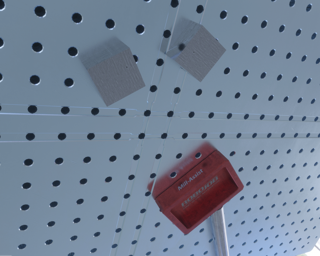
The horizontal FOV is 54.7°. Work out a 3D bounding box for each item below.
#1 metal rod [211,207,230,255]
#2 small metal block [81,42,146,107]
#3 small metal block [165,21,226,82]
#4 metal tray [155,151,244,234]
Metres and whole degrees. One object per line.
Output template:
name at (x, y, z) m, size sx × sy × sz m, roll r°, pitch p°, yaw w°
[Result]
metal rod at (0.129, 0.253, 0.637) m, size 0.025 × 0.025 × 0.298 m, roll -25°, pitch 128°, yaw -13°
small metal block at (-0.051, -0.060, 0.346) m, size 0.050 × 0.025 × 0.050 m, roll -30°, pitch 129°, yaw -9°
small metal block at (0.044, -0.093, 0.378) m, size 0.050 × 0.025 × 0.050 m, roll 31°, pitch 101°, yaw -38°
metal tray at (0.068, 0.108, 0.511) m, size 0.130 × 0.030 × 0.090 m, roll -38°, pitch 129°, yaw -2°
